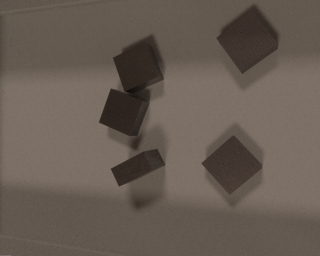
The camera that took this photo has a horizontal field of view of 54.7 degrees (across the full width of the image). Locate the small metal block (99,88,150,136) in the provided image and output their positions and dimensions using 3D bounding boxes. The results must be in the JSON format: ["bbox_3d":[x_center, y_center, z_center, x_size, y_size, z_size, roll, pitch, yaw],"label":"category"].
[{"bbox_3d":[-0.049,-0.021,0.427,0.050,0.025,0.050,23,97,18],"label":"small metal block"}]

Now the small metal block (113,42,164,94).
[{"bbox_3d":[-0.029,-0.080,0.420,0.050,0.025,0.050,-21,83,18],"label":"small metal block"}]

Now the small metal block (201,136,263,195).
[{"bbox_3d":[0.088,0.045,0.379,0.050,0.025,0.050,-44,77,14],"label":"small metal block"}]

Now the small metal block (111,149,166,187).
[{"bbox_3d":[-0.027,0.051,0.406,0.050,0.050,0.025,-29,81,17],"label":"small metal block"}]

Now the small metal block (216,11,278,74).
[{"bbox_3d":[0.105,-0.102,0.373,0.050,0.025,0.050,-36,79,16],"label":"small metal block"}]
